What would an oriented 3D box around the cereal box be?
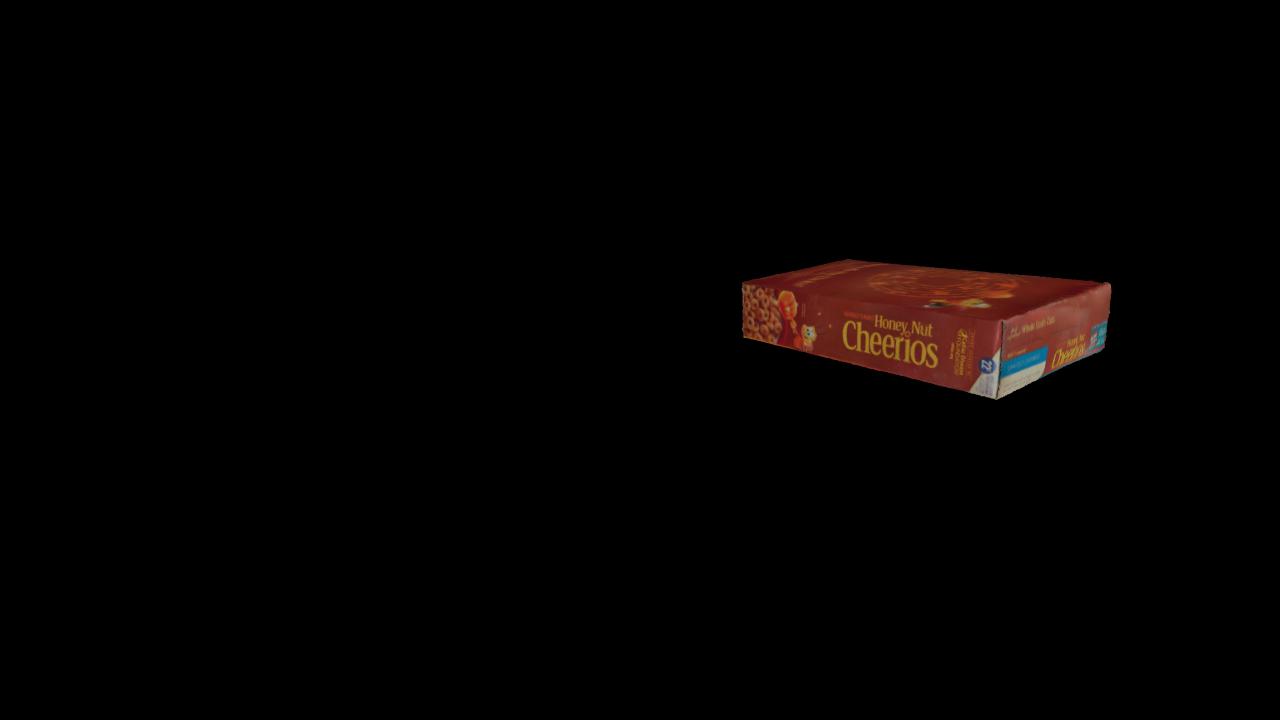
[{"bbox_3d":[0.286,-0.049,0.661,0.203,0.081,0.306,-15,21,-32],"label":"cereal box"}]
